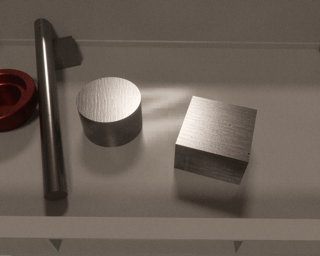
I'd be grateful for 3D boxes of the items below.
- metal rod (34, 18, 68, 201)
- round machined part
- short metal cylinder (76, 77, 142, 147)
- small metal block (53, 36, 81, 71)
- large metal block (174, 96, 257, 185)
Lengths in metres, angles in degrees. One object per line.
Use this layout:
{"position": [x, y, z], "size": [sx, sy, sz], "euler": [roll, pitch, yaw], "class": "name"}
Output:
{"position": [-0.152, -0.046, 0.421], "size": [0.025, 0.025, 0.299], "euler": [-11, 57, -10], "class": "metal rod"}
{"position": [-0.214, -0.033, 0.419], "size": [0.099, 0.042, 0.098], "euler": [0, 50, 0], "class": "round machined part"}
{"position": [-0.064, -0.021, 0.406], "size": [0.081, 0.050, 0.080], "euler": [0, 50, 0], "class": "short metal cylinder"}
{"position": [-0.162, -0.122, 0.505], "size": [0.050, 0.025, 0.050], "euler": [-16, 52, -14], "class": "small metal block"}
{"position": [0.068, 0.014, 0.378], "size": [0.080, 0.050, 0.080], "euler": [14, 51, 11], "class": "large metal block"}
